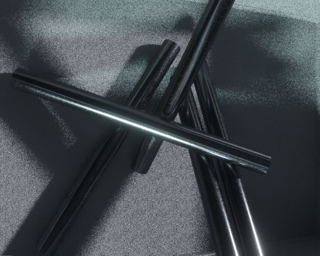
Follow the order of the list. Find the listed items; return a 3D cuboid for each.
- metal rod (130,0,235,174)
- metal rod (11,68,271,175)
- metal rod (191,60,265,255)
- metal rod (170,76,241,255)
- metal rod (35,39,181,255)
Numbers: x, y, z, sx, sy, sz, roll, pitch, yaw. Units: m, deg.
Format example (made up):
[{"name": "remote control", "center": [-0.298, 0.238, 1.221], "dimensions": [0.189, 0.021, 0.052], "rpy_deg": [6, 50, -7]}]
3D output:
[{"name": "metal rod", "center": [0.035, -0.074, 0.355], "dimensions": [0.025, 0.025, 0.298], "rpy_deg": [20, 110, -19]}, {"name": "metal rod", "center": [-0.020, -0.007, 0.355], "dimensions": [0.301, 0.025, 0.025], "rpy_deg": [19, 83, -1]}, {"name": "metal rod", "center": [0.082, 0.047, 0.377], "dimensions": [0.025, 0.025, 0.299], "rpy_deg": [-4, 67, -20]}, {"name": "metal rod", "center": [0.057, 0.066, 0.364], "dimensions": [0.025, 0.025, 0.299], "rpy_deg": [-4, 66, -20]}, {"name": "metal rod", "center": [-0.059, 0.016, 0.388], "dimensions": [0.025, 0.025, 0.300], "rpy_deg": [34, 79, -17]}]
